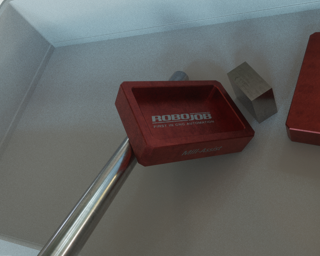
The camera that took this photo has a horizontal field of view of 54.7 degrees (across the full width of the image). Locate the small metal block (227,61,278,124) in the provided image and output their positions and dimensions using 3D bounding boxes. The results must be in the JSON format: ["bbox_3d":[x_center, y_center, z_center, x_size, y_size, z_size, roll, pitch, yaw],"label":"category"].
[{"bbox_3d":[0.107,-0.040,0.358,0.025,0.050,0.050,-34,52,6],"label":"small metal block"}]

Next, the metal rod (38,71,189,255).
[{"bbox_3d":[-0.027,0.019,0.326,0.025,0.025,0.301,0,36,28],"label":"metal rod"}]

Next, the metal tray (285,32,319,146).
[{"bbox_3d":[0.195,-0.042,0.326,0.090,0.030,0.130,11,67,32],"label":"metal tray"}]

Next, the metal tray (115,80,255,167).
[{"bbox_3d":[0.027,-0.011,0.337,0.131,0.030,0.090,-5,51,-28],"label":"metal tray"}]
